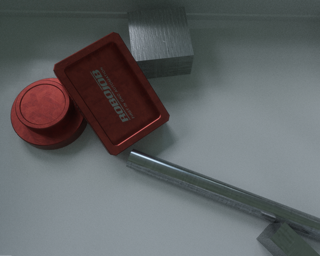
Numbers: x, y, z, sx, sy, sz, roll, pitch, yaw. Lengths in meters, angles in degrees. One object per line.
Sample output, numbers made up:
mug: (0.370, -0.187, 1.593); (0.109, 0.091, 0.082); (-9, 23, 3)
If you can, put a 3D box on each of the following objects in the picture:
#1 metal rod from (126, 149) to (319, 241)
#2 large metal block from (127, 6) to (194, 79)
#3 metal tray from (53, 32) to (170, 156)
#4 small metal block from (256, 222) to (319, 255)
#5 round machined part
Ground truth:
metal rod: (0.103, 0.089, 0.378); (0.301, 0.025, 0.025); (20, 71, 6)
large metal block: (-0.001, -0.120, 0.440); (0.081, 0.050, 0.080); (-7, 70, -3)
metal tray: (-0.059, -0.042, 0.392); (0.090, 0.030, 0.130); (-34, 99, -13)
small metal block: (0.143, 0.135, 0.349); (0.025, 0.050, 0.050); (-42, 76, -14)
round machined part: (-0.147, -0.023, 0.407); (0.099, 0.042, 0.098); (0, 70, 0)
